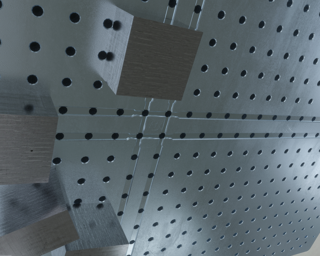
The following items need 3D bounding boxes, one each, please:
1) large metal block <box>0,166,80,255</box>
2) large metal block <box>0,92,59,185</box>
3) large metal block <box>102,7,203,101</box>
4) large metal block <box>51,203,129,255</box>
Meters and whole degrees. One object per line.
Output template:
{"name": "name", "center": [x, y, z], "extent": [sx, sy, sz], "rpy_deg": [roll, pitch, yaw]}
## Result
{"name": "large metal block", "center": [-0.147, 0.100, 0.358], "extent": [0.081, 0.080, 0.050], "rpy_deg": [-20, 126, -17]}
{"name": "large metal block", "center": [-0.155, 0.011, 0.317], "extent": [0.081, 0.050, 0.079], "rpy_deg": [2, 117, -30]}
{"name": "large metal block", "center": [-0.010, -0.079, 0.342], "extent": [0.081, 0.050, 0.079], "rpy_deg": [2, 117, -30]}
{"name": "large metal block", "center": [-0.098, 0.147, 0.414], "extent": [0.081, 0.080, 0.050], "rpy_deg": [7, 115, -32]}
